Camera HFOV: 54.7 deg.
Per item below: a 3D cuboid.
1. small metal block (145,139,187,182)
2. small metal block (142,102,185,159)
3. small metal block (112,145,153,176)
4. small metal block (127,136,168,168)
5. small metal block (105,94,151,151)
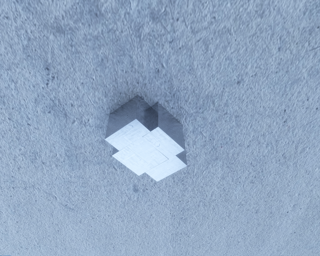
[{"bbox_3d":[0.008,0.038,0.424,0.050,0.050,0.025,-32,124,24],"label":"small metal block"},{"bbox_3d":[0.005,0.003,0.394,0.025,0.050,0.050,-33,123,25],"label":"small metal block"},{"bbox_3d":[-0.035,0.027,0.414,0.025,0.050,0.050,-32,123,24],"label":"small metal block"},{"bbox_3d":[-0.015,0.015,0.404,0.025,0.050,0.050,-32,123,24],"label":"small metal block"},{"bbox_3d":[-0.039,-0.007,0.385,0.050,0.050,0.025,-32,124,24],"label":"small metal block"}]
